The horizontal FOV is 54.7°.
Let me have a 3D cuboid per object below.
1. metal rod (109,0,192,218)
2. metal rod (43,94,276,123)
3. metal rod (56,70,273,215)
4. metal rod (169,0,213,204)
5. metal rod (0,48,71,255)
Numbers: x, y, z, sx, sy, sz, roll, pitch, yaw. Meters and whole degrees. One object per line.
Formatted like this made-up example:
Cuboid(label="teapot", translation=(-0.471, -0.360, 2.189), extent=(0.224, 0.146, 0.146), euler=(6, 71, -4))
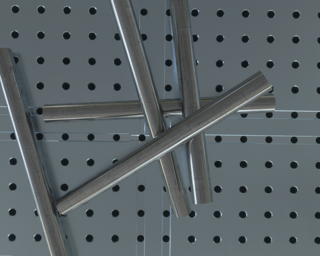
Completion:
Cuboid(label="metal rod", translation=(-0.011, -0.027, 0.386), extent=(0.025, 0.025, 0.298), euler=(-16, 101, 0))
Cuboid(label="metal rod", translation=(0.000, -0.026, 0.413), extent=(0.302, 0.025, 0.025), euler=(-3, 90, -1))
Cuboid(label="metal rod", translation=(-0.008, 0.027, 0.372), extent=(0.300, 0.025, 0.025), euler=(-33, 91, 16))
Cuboid(label="metal rod", translation=(0.036, -0.058, 0.392), extent=(0.025, 0.025, 0.298), euler=(-6, 81, -1))
Cuboid(label="metal rod", translation=(-0.169, 0.042, 0.411), extent=(0.025, 0.025, 0.298), euler=(-16, 90, 0))
